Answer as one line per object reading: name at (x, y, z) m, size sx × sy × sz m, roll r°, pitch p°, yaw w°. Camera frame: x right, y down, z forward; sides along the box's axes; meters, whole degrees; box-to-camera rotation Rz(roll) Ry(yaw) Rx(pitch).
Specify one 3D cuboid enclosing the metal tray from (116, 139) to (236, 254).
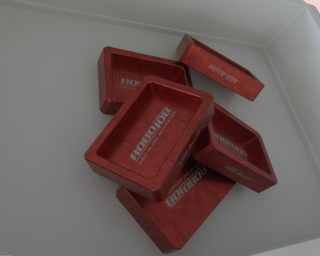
metal tray at (0.024, 0.071, 0.374) m, size 0.090 × 0.030 × 0.131 m, roll 49°, pitch 51°, yaw 6°

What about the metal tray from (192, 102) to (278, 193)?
metal tray at (0.093, 0.022, 0.405) m, size 0.131 × 0.030 × 0.090 m, roll 29°, pitch 38°, yaw -31°

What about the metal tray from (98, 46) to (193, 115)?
metal tray at (-0.017, -0.058, 0.429) m, size 0.131 × 0.030 × 0.090 m, roll 6°, pitch 59°, yaw -25°

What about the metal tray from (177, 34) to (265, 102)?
metal tray at (0.091, -0.097, 0.486) m, size 0.131 × 0.030 × 0.090 m, roll 27°, pitch 22°, yaw -12°

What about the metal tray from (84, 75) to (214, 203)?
metal tray at (-0.008, 0.005, 0.340) m, size 0.090 × 0.030 × 0.130 m, roll 21°, pitch 61°, yaw 23°
